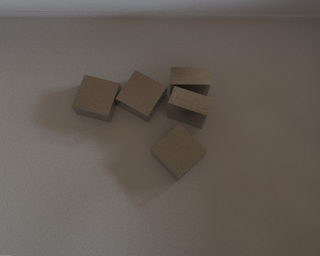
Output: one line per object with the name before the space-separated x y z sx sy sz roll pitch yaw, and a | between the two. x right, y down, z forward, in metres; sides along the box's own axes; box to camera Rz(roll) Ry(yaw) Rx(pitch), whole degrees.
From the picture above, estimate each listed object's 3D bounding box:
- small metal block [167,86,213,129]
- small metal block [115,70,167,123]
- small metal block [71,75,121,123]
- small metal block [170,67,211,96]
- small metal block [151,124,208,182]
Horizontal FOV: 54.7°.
small metal block | 0.038 -0.026 0.406 0.050 0.050 0.025 19 71 6
small metal block | -0.025 -0.043 0.425 0.050 0.025 0.050 29 72 9
small metal block | -0.085 -0.040 0.423 0.050 0.025 0.050 15 71 5
small metal block | 0.039 -0.058 0.418 0.050 0.050 0.025 0 70 0
small metal block | 0.024 0.032 0.398 0.050 0.025 0.050 -41 75 -14
